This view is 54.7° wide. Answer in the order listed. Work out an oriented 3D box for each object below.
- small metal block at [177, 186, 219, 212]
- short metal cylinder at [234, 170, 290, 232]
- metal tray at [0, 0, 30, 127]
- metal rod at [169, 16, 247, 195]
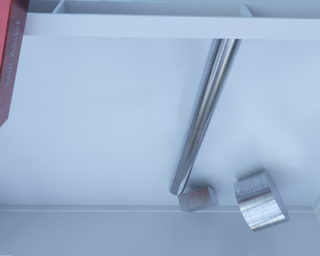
[{"bbox_3d":[0.062,0.115,0.494,0.050,0.025,0.050,-20,157,16],"label":"small metal block"},{"bbox_3d":[0.154,0.110,0.470,0.050,0.080,0.080,-27,125,21],"label":"short metal cylinder"},{"bbox_3d":[-0.139,-0.062,0.194,0.091,0.030,0.129,19,118,-12],"label":"metal tray"},{"bbox_3d":[0.043,0.005,0.375,0.025,0.025,0.298,5,142,-5],"label":"metal rod"}]
